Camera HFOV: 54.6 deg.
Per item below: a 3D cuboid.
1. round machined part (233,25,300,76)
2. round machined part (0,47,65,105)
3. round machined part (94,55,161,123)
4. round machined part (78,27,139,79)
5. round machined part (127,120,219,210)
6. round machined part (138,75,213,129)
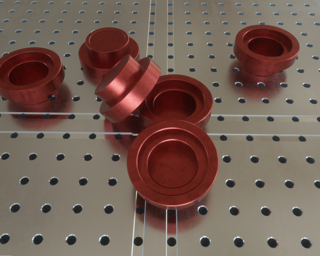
[{"bbox_3d":[0.168,-0.121,0.500,0.099,0.042,0.098,0,50,0],"label":"round machined part"},{"bbox_3d":[-0.190,-0.073,0.457,0.099,0.042,0.098,0,50,0],"label":"round machined part"},{"bbox_3d":[-0.048,-0.057,0.408,0.042,0.098,0.098,41,48,-22],"label":"round machined part"},{"bbox_3d":[-0.083,-0.127,0.503,0.099,0.042,0.098,0,50,0],"label":"round machined part"},{"bbox_3d":[0.015,0.043,0.350,0.098,0.042,0.098,-1,65,3],"label":"round machined part"},{"bbox_3d":[0.019,-0.025,0.418,0.099,0.042,0.098,0,50,0],"label":"round machined part"}]
